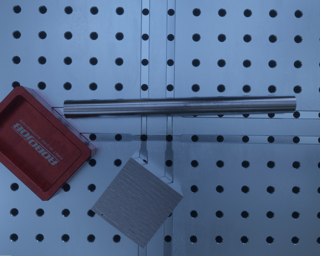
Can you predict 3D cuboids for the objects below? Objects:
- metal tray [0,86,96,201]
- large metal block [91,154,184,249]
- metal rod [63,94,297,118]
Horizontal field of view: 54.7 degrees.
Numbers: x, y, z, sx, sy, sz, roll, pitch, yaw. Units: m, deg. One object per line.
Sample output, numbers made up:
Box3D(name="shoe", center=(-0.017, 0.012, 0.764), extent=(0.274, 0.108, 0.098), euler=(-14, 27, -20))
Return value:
Box3D(name="metal tray", center=(-0.163, 0.020, 0.409), extent=(0.130, 0.030, 0.090), euler=(43, 90, 0))
Box3D(name="large metal block", center=(-0.028, 0.091, 0.401), extent=(0.080, 0.050, 0.080), euler=(37, 90, 0))
Box3D(name="metal rod", center=(0.026, -0.029, 0.413), extent=(0.302, 0.025, 0.025), euler=(-1, 90, 0))
